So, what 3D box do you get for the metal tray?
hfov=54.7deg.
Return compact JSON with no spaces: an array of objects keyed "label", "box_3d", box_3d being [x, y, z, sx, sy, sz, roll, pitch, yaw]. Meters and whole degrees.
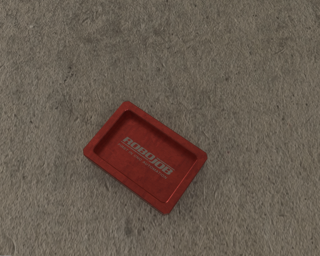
[{"label":"metal tray","box_3d":[-0.018,0.036,0.393,0.130,0.030,0.090,34,73,11]}]
